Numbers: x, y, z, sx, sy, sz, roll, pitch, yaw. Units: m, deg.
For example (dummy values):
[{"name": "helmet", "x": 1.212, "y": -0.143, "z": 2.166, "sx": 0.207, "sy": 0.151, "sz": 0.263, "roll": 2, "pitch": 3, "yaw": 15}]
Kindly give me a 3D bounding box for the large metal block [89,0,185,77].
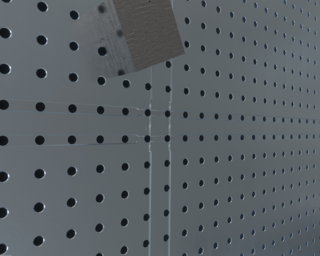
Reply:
[{"name": "large metal block", "x": -0.025, "y": -0.114, "z": 0.370, "sx": 0.081, "sy": 0.050, "sz": 0.080, "roll": -29, "pitch": 108, "yaw": -36}]
